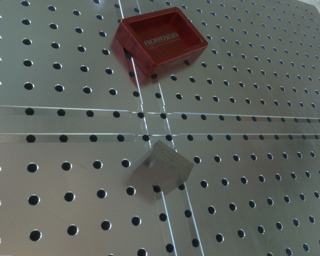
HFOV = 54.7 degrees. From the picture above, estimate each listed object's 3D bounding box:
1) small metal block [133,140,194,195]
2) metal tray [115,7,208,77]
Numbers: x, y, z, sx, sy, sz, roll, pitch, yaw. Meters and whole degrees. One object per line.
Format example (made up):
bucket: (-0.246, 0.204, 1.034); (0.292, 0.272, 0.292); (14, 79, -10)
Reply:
small metal block: (0.004, 0.048, 0.367); (0.050, 0.050, 0.025); (36, 51, -5)
metal tray: (0.006, -0.142, 0.496); (0.131, 0.030, 0.090); (-30, 78, -38)
